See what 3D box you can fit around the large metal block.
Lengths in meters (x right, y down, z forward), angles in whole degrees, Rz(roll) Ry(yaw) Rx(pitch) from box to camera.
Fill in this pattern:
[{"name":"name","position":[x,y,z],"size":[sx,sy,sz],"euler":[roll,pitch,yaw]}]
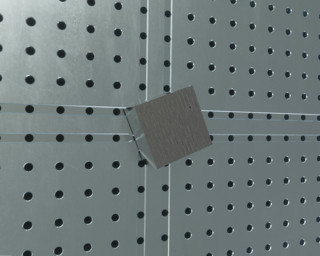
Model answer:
[{"name":"large metal block","position":[0.010,-0.002,0.401],"size":[0.081,0.050,0.080],"euler":[-22,98,-19]}]
